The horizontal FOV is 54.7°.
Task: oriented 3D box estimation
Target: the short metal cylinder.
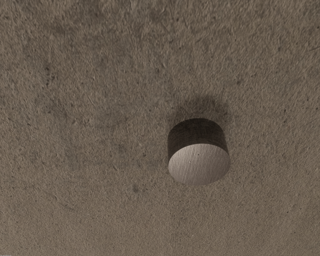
[{"bbox_3d":[0.051,0.033,0.420,0.081,0.050,0.079,0,130,0],"label":"short metal cylinder"}]
